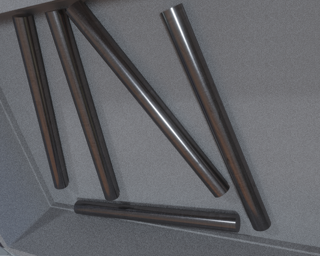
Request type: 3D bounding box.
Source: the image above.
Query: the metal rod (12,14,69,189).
[{"bbox_3d":[-0.182,-0.023,0.490,0.025,0.025,0.298,13,124,21],"label":"metal rod"}]

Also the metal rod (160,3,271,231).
[{"bbox_3d":[0.074,0.002,0.370,0.025,0.025,0.299,-14,112,34],"label":"metal rod"}]

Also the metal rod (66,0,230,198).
[{"bbox_3d":[-0.010,-0.030,0.395,0.025,0.025,0.300,-32,101,38],"label":"metal rod"}]

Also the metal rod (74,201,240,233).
[{"bbox_3d":[-0.022,0.141,0.507,0.300,0.025,0.025,-3,117,29],"label":"metal rod"}]

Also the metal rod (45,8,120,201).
[{"bbox_3d":[-0.106,-0.016,0.454,0.025,0.025,0.298,3,120,26],"label":"metal rod"}]
